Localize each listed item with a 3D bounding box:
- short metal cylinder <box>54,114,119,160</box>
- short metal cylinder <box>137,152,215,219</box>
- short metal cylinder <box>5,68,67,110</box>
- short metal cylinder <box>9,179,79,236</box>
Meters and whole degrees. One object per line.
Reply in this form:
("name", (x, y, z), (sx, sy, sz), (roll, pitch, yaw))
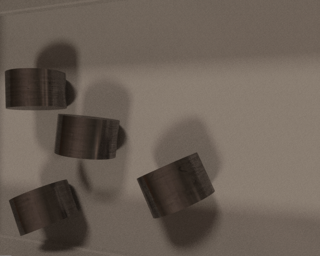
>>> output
("short metal cylinder", (-0.097, 0.010, 0.414), (0.080, 0.080, 0.050), (8, 93, 19))
("short metal cylinder", (0.019, 0.068, 0.374), (0.080, 0.080, 0.050), (-26, 82, 18))
("short metal cylinder", (-0.176, -0.053, 0.442), (0.080, 0.080, 0.050), (-2, 90, 19))
("short metal cylinder", (-0.163, 0.111, 0.437), (0.080, 0.080, 0.050), (-24, 82, 18))
